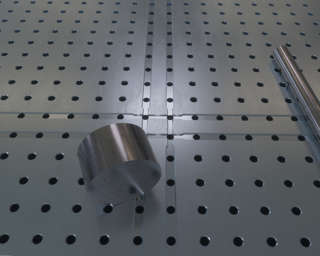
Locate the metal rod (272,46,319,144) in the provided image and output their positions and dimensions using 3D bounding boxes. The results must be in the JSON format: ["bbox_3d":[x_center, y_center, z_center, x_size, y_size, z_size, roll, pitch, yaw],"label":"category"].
[{"bbox_3d":[0.214,-0.012,0.418,0.025,0.025,0.300,-4,50,-4],"label":"metal rod"}]

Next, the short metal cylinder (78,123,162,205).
[{"bbox_3d":[-0.044,0.040,0.338,0.081,0.080,0.050,-16,52,-13],"label":"short metal cylinder"}]
